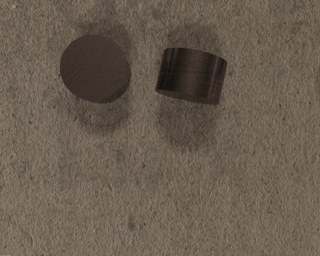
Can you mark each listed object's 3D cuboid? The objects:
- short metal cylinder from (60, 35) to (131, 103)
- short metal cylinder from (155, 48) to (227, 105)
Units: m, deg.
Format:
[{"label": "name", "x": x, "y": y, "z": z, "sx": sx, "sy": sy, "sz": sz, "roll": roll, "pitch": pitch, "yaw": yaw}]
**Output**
[{"label": "short metal cylinder", "x": -0.080, "y": -0.073, "z": 0.396, "sx": 0.081, "sy": 0.050, "sz": 0.079, "roll": 0, "pitch": 90, "yaw": -1}, {"label": "short metal cylinder", "x": 0.038, "y": -0.062, "z": 0.383, "sx": 0.080, "sy": 0.080, "sz": 0.050, "roll": 12, "pitch": 90, "yaw": -1}]
